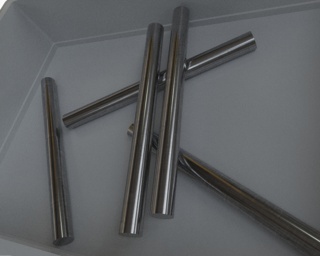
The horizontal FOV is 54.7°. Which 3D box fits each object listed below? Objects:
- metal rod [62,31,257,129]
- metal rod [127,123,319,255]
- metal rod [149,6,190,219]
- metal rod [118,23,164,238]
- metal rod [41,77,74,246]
[{"bbox_3d":[-0.011,-0.063,0.450,0.301,0.025,0.025,-22,54,15],"label":"metal rod"},{"bbox_3d":[0.068,0.063,0.330,0.300,0.025,0.025,30,79,37],"label":"metal rod"},{"bbox_3d":[0.017,-0.040,0.388,0.025,0.025,0.299,-8,58,24],"label":"metal rod"},{"bbox_3d":[-0.018,-0.019,0.393,0.025,0.025,0.299,-9,58,23],"label":"metal rod"},{"bbox_3d":[-0.161,0.028,0.473,0.025,0.025,0.299,-29,52,10],"label":"metal rod"}]
